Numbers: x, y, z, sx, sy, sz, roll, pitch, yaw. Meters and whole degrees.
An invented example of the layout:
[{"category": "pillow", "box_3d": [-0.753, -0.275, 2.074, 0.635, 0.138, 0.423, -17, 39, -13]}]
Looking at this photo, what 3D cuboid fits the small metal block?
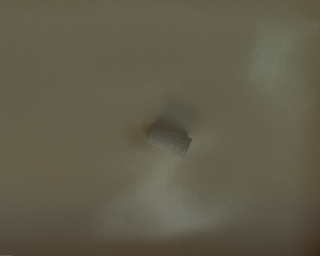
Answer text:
[{"category": "small metal block", "box_3d": [0.011, 0.015, 0.399, 0.050, 0.050, 0.025, 23, 90, -1]}]
